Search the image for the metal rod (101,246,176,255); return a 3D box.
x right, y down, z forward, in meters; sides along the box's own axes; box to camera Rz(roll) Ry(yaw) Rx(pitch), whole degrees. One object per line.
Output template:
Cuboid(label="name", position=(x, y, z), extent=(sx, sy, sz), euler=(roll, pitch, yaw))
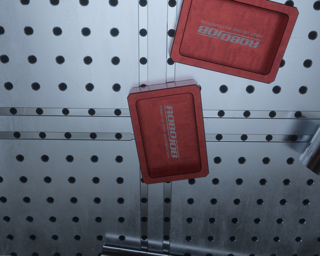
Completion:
Cuboid(label="metal rod", position=(0.057, 0.223, 0.496), extent=(0.302, 0.025, 0.025), euler=(10, 110, -4))

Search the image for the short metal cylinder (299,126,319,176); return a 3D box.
Cuboid(label="short metal cylinder", position=(0.232, 0.038, 0.400), extent=(0.080, 0.080, 0.050), euler=(20, 109, -7))

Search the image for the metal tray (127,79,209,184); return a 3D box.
Cuboid(label="metal tray", position=(0.013, 0.007, 0.413), extent=(0.091, 0.030, 0.129), euler=(-8, 110, 2))

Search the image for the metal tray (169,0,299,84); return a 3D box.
Cuboid(label="metal tray", position=(0.084, -0.112, 0.370), extent=(0.131, 0.030, 0.089), euler=(12, 110, -5))
